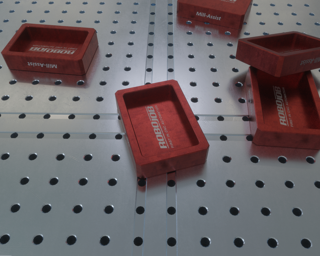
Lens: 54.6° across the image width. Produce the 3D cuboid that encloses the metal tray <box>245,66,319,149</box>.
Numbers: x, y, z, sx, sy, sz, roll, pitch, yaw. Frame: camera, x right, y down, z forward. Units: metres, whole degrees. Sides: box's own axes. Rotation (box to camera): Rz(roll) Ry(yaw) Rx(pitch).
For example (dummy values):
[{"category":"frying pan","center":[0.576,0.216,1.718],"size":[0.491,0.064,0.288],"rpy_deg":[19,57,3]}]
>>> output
[{"category":"metal tray","center":[0.172,-0.034,0.433],"size":[0.090,0.030,0.130],"rpy_deg":[4,50,3]}]

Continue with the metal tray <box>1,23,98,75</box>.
[{"category":"metal tray","center":[-0.178,-0.133,0.515],"size":[0.131,0.030,0.090],"rpy_deg":[6,50,5]}]

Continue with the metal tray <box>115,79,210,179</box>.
[{"category":"metal tray","center":[-0.001,-0.004,0.408],"size":[0.091,0.030,0.130],"rpy_deg":[-13,51,-11]}]

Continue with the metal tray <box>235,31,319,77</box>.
[{"category":"metal tray","center":[0.194,-0.116,0.473],"size":[0.131,0.030,0.090],"rpy_deg":[-15,36,-26]}]

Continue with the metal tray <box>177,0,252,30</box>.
[{"category":"metal tray","center":[0.109,-0.242,0.609],"size":[0.130,0.030,0.090],"rpy_deg":[18,52,14]}]
